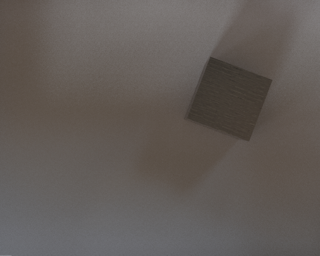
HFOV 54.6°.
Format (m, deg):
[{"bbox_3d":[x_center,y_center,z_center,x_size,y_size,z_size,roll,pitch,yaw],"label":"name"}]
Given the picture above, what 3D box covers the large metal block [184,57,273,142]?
[{"bbox_3d":[0.084,-0.035,0.399,0.080,0.050,0.080,21,90,0],"label":"large metal block"}]
